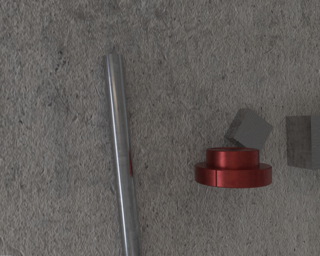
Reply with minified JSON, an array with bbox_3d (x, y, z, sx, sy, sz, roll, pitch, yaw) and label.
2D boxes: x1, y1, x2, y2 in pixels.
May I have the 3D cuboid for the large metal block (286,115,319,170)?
[{"bbox_3d":[0.250,0.020,0.489,0.081,0.050,0.079,-3,91,-20],"label":"large metal block"}]

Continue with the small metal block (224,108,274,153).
[{"bbox_3d":[0.131,0.006,0.458,0.050,0.025,0.050,33,79,-17],"label":"small metal block"}]

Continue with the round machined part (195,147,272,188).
[{"bbox_3d":[0.095,0.048,0.406,0.099,0.098,0.042,-1,91,-20],"label":"round machined part"}]

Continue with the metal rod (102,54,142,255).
[{"bbox_3d":[-0.045,0.058,0.392,0.025,0.025,0.298,-6,92,-20],"label":"metal rod"}]
